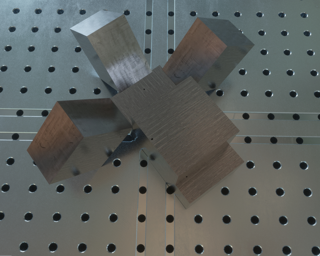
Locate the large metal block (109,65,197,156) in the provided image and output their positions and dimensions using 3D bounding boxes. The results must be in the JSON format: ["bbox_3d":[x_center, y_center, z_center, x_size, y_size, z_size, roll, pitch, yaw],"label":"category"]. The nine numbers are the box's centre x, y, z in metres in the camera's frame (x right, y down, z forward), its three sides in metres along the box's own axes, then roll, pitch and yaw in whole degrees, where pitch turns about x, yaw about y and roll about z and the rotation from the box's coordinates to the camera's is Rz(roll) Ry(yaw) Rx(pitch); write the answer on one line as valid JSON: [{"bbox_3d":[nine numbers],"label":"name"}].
[{"bbox_3d":[-0.007,-0.021,0.406,0.080,0.050,0.080,-36,74,-12],"label":"large metal block"}]

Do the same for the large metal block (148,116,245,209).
[{"bbox_3d":[0.041,0.040,0.383,0.080,0.050,0.080,-35,73,-13],"label":"large metal block"}]

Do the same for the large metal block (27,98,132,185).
[{"bbox_3d":[-0.092,0.012,0.362,0.050,0.080,0.080,50,119,16],"label":"large metal block"}]

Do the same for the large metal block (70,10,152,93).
[{"bbox_3d":[-0.064,-0.101,0.403,0.050,0.080,0.080,-36,35,-12],"label":"large metal block"}]

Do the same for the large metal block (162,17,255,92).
[{"bbox_3d":[0.063,-0.092,0.400,0.050,0.080,0.081,50,38,16],"label":"large metal block"}]

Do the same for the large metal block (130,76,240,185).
[{"bbox_3d":[0.025,0.004,0.343,0.080,0.050,0.080,-35,74,-13],"label":"large metal block"}]
